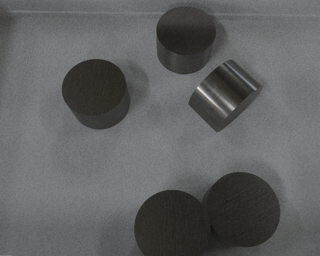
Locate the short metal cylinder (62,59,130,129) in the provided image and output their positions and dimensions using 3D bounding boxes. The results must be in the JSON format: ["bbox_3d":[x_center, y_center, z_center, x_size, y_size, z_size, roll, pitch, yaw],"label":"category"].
[{"bbox_3d":[-0.083,-0.044,0.412,0.081,0.050,0.080,0,70,0],"label":"short metal cylinder"}]

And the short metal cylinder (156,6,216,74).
[{"bbox_3d":[0.035,-0.124,0.442,0.081,0.050,0.080,0,70,0],"label":"short metal cylinder"}]

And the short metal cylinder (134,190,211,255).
[{"bbox_3d":[0.014,0.116,0.347,0.080,0.050,0.080,-1,60,3],"label":"short metal cylinder"}]

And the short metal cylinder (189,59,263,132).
[{"bbox_3d":[0.083,-0.040,0.395,0.080,0.080,0.050,-40,75,-13],"label":"short metal cylinder"}]

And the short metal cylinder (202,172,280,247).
[{"bbox_3d":[0.091,0.096,0.362,0.081,0.050,0.080,0,70,0],"label":"short metal cylinder"}]
